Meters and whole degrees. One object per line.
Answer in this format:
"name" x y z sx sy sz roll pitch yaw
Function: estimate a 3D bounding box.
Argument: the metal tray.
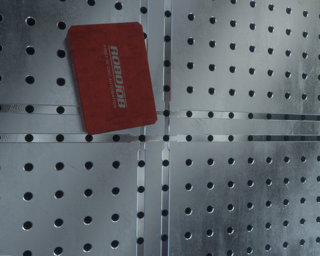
"metal tray" -0.059 -0.062 0.389 0.091 0.030 0.129 -11 94 -20
